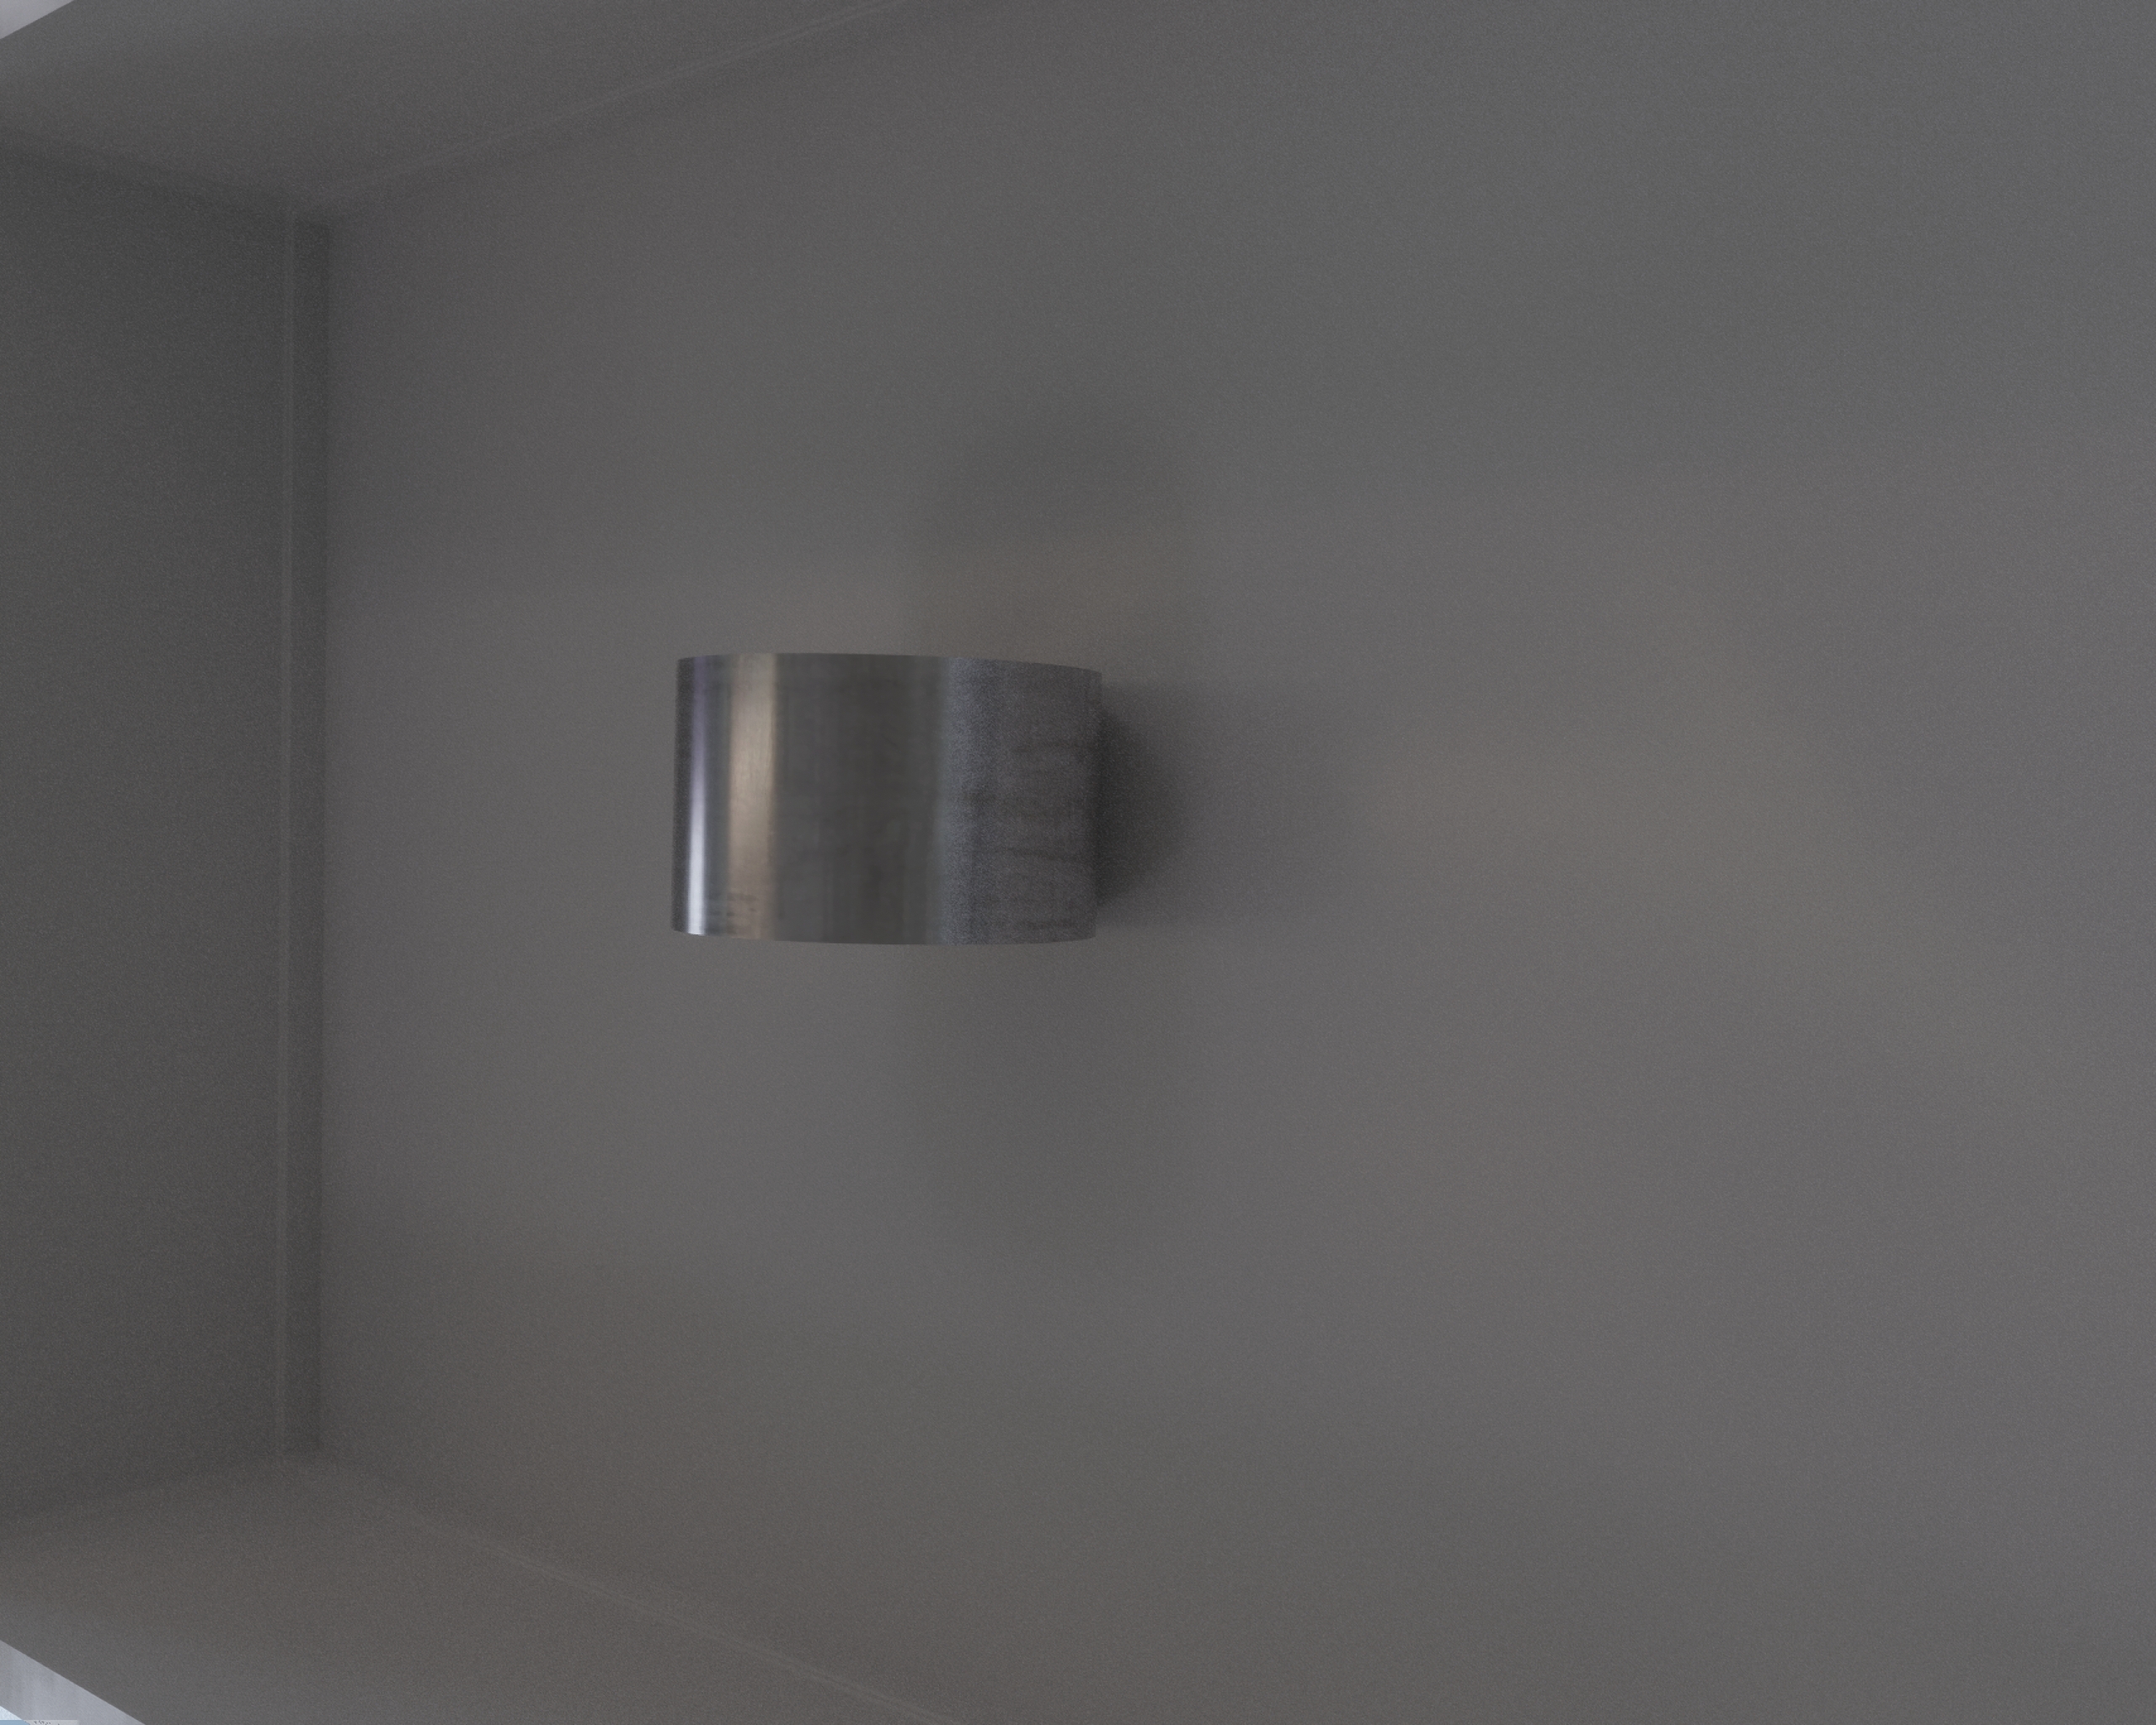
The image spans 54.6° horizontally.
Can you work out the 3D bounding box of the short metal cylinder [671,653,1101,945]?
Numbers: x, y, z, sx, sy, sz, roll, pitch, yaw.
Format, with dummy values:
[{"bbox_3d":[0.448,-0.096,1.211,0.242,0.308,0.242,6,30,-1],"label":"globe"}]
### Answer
[{"bbox_3d":[-0.036,-0.012,0.398,0.080,0.081,0.050,3,92,40],"label":"short metal cylinder"}]
